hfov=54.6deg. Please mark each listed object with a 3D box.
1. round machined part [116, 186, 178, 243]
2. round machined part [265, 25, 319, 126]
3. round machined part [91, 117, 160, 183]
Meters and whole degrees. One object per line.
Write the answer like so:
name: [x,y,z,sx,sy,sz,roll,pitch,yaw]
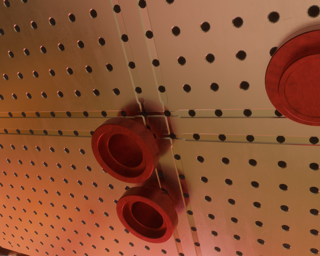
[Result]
round machined part: [-0.016,0.131,0.490,0.098,0.042,0.097,13,124,21]
round machined part: [0.150,-0.044,0.294,0.098,0.042,0.097,13,124,21]
round machined part: [-0.045,0.027,0.441,0.098,0.042,0.097,13,124,21]
